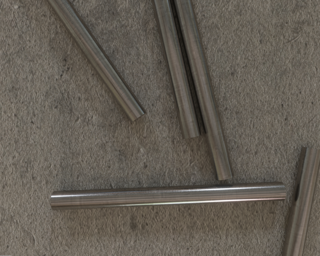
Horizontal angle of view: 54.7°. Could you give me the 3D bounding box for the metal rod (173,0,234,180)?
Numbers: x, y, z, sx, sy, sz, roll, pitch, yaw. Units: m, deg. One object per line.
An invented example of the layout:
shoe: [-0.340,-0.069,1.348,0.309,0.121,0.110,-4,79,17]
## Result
metal rod: [0.051,-0.079,0.410,0.025,0.025,0.298,-14,90,0]

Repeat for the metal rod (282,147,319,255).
metal rod: [0.175,0.174,0.411,0.025,0.025,0.298,11,90,0]

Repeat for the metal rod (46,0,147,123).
metal rod: [-0.113,-0.137,0.408,0.025,0.025,0.299,-35,90,0]

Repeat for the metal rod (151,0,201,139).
metal rod: [0.009,-0.133,0.409,0.025,0.025,0.298,-13,90,0]

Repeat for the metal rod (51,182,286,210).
metal rod: [0.011,0.090,0.409,0.302,0.025,0.025,-2,90,0]
